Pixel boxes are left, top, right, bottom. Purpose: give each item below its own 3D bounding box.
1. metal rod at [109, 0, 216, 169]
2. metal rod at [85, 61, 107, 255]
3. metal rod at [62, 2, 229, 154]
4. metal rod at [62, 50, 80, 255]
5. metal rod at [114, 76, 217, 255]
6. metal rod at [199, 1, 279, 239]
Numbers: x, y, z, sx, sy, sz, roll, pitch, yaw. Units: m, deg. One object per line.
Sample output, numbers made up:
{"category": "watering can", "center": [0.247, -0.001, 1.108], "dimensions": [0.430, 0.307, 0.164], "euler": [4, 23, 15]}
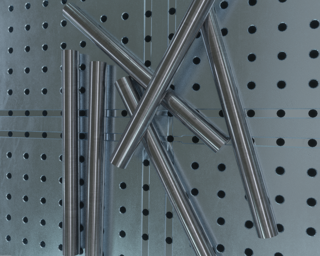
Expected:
{"category": "metal rod", "center": [0.015, -0.083, 0.379], "dimensions": [0.025, 0.025, 0.299], "euler": [31, 100, 17]}
{"category": "metal rod", "center": [-0.092, 0.056, 0.445], "dimensions": [0.025, 0.025, 0.298], "euler": [2, 91, 20]}
{"category": "metal rod", "center": [-0.029, -0.076, 0.423], "dimensions": [0.300, 0.025, 0.025], "euler": [43, 104, 15]}
{"category": "metal rod", "center": [-0.132, 0.036, 0.459], "dimensions": [0.025, 0.025, 0.298], "euler": [0, 90, 20]}
{"category": "metal rod", "center": [0.013, 0.067, 0.408], "dimensions": [0.025, 0.025, 0.299], "euler": [-29, 81, 18]}
{"category": "metal rod", "center": [0.091, -0.018, 0.380], "dimensions": [0.025, 0.025, 0.299], "euler": [-16, 85, 19]}
